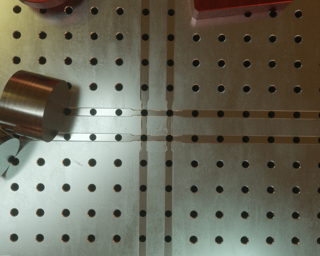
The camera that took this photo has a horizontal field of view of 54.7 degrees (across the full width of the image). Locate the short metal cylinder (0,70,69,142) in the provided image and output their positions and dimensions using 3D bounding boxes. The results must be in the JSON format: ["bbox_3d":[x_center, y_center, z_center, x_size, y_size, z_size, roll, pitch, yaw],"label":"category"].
[{"bbox_3d":[-0.153,-0.027,0.385,0.050,0.080,0.080,15,90,0],"label":"short metal cylinder"}]

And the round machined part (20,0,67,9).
[{"bbox_3d":[-0.152,-0.204,0.403,0.099,0.042,0.097,0,90,0],"label":"round machined part"}]

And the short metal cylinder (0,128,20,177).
[{"bbox_3d":[-0.224,0.033,0.384,0.050,0.080,0.080,33,90,0],"label":"short metal cylinder"}]

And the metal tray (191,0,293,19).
[{"bbox_3d":[0.105,-0.200,0.411,0.131,0.030,0.089,-6,90,0],"label":"metal tray"}]
